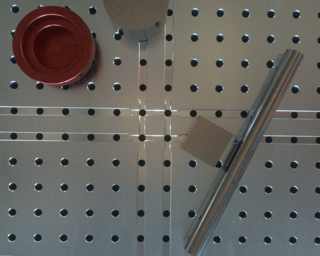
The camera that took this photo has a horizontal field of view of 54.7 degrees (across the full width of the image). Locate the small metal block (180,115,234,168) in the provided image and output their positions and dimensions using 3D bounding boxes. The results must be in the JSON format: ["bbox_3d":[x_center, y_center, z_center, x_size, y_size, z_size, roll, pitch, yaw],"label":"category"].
[{"bbox_3d":[0.061,0.018,0.414,0.050,0.025,0.050,30,90,-1],"label":"small metal block"}]

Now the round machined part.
[{"bbox_3d":[-0.133,-0.103,0.403,0.099,0.042,0.097,0,90,-1],"label":"round machined part"}]

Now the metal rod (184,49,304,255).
[{"bbox_3d":[0.112,0.033,0.414,0.025,0.025,0.299,27,90,-1],"label":"metal rod"}]

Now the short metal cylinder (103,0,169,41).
[{"bbox_3d":[-0.029,-0.159,0.400,0.081,0.050,0.079,0,90,-1],"label":"short metal cylinder"}]
